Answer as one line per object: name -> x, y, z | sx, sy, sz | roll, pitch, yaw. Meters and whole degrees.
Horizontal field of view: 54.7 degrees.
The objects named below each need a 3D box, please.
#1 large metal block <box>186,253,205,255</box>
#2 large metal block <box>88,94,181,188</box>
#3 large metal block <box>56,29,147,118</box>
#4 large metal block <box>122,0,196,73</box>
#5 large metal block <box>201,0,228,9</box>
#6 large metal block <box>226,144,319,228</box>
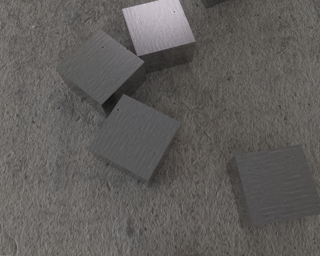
large metal block -> 0.014, 0.184, 0.328 | 0.081, 0.050, 0.080 | -10, 70, -4
large metal block -> -0.029, 0.017, 0.388 | 0.080, 0.050, 0.080 | 27, 72, 9
large metal block -> -0.076, -0.073, 0.421 | 0.080, 0.050, 0.080 | 38, 74, 13
large metal block -> -0.003, -0.131, 0.443 | 0.081, 0.050, 0.080 | -16, 71, -6
large metal block -> 0.099, -0.240, 0.467 | 0.080, 0.080, 0.050 | -24, 72, -8
large metal block -> 0.133, 0.070, 0.370 | 0.081, 0.050, 0.080 | -9, 70, -4
